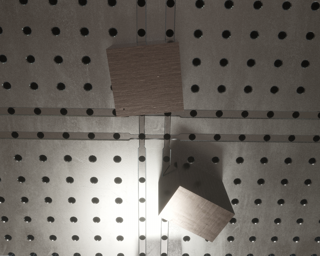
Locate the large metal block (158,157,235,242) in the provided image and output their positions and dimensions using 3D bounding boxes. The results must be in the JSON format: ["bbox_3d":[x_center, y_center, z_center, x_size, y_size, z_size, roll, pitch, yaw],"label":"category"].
[{"bbox_3d":[0.045,0.094,0.419,0.080,0.080,0.050,29,107,-11],"label":"large metal block"}]

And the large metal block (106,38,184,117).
[{"bbox_3d":[-0.016,-0.062,0.377,0.080,0.050,0.079,-5,110,1],"label":"large metal block"}]
